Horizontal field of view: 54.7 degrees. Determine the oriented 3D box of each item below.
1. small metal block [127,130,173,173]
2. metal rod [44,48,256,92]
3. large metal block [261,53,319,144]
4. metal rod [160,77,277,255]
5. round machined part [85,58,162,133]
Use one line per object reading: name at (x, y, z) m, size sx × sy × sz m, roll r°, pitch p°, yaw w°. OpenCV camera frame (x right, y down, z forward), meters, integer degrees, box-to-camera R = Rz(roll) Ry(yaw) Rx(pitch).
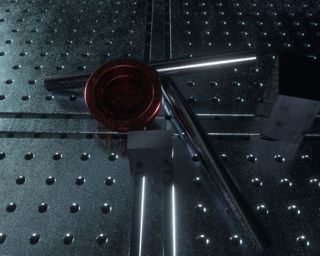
small metal block at (-0.012, 0.028, 0.368) m, size 0.050 × 0.050 × 0.025 m, roll -2°, pitch 50°, yaw -2°
metal rod at (-0.018, -0.082, 0.447) m, size 0.302 × 0.025 × 0.025 m, roll -6°, pitch 50°, yaw 6°
large metal block at (0.170, -0.038, 0.406) m, size 0.050 × 0.080 × 0.080 m, roll 11°, pitch 51°, yaw 8°
metal rod at (0.050, 0.015, 0.395) m, size 0.025 × 0.025 × 0.300 m, roll -17°, pitch 52°, yaw -14°
round machined part at (-0.046, -0.040, 0.415) m, size 0.099 × 0.042 × 0.098 m, roll 0°, pitch 74°, yaw 0°
